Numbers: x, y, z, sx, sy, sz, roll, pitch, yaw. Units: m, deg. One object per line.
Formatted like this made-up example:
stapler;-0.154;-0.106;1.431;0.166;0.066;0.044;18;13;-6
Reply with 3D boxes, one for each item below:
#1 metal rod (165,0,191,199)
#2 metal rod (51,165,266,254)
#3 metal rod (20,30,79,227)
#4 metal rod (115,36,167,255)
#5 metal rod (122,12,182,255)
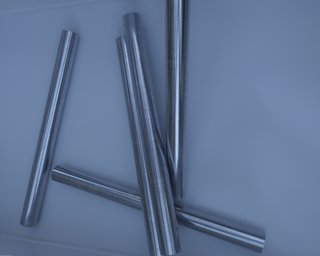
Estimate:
metal rod;0.019;-0.049;0.340;0.025;0.025;0.298;9;117;19
metal rod;-0.016;0.102;0.415;0.301;0.025;0.025;14;95;19
metal rod;-0.167;0.004;0.467;0.025;0.025;0.298;16;95;19
metal rod;-0.023;0.023;0.400;0.025;0.025;0.298;-14;79;19
metal rod;-0.012;-0.002;0.382;0.025;0.025;0.298;-14;79;19
